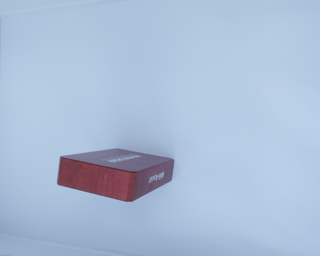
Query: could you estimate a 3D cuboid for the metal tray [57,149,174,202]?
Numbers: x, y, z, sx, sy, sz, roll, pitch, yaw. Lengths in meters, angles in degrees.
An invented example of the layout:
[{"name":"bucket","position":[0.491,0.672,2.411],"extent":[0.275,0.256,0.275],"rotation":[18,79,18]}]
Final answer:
[{"name":"metal tray","position":[-0.045,0.050,0.371],"extent":[0.090,0.130,0.030],"rotation":[9,93,20]}]
